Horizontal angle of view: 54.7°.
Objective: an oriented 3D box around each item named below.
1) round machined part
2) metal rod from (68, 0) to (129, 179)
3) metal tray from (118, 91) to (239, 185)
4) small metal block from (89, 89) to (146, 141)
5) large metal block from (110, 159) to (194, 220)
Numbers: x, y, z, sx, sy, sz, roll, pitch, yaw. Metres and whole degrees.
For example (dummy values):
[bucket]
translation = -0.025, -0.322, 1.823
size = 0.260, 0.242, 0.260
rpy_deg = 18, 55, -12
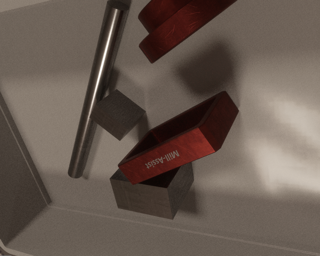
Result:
[round machined part]
translation = 0.019, -0.105, 0.285
size = 0.098, 0.098, 0.042
rpy_deg = -29, 102, 37
[metal rod]
translation = -0.096, -0.030, 0.438
size = 0.025, 0.025, 0.298
rpy_deg = 31, 128, 8
[metal tray]
translation = 0.021, 0.012, 0.362
size = 0.130, 0.090, 0.030
rpy_deg = -28, 103, 37
[small metal block]
translation = -0.055, -0.018, 0.409
size = 0.050, 0.050, 0.025
rpy_deg = 38, 129, 2
[large metal block]
translation = -0.008, 0.070, 0.419
size = 0.080, 0.080, 0.050
rpy_deg = 4, 120, 25
